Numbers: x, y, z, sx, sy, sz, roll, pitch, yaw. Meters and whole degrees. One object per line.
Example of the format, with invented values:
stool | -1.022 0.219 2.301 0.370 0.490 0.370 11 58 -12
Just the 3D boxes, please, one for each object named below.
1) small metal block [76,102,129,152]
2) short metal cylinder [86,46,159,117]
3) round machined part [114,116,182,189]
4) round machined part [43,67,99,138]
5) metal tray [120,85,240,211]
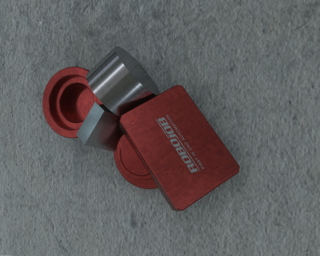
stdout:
small metal block | -0.071 0.000 0.402 0.025 0.050 0.050 41 104 40
short metal cylinder | -0.046 -0.057 0.397 0.050 0.080 0.080 -39 78 16
round machined part | -0.018 0.032 0.406 0.098 0.042 0.097 0 90 19
round machined part | -0.113 -0.035 0.439 0.098 0.042 0.097 0 90 19
metal tray | 0.022 0.022 0.376 0.091 0.030 0.130 -31 79 -15
